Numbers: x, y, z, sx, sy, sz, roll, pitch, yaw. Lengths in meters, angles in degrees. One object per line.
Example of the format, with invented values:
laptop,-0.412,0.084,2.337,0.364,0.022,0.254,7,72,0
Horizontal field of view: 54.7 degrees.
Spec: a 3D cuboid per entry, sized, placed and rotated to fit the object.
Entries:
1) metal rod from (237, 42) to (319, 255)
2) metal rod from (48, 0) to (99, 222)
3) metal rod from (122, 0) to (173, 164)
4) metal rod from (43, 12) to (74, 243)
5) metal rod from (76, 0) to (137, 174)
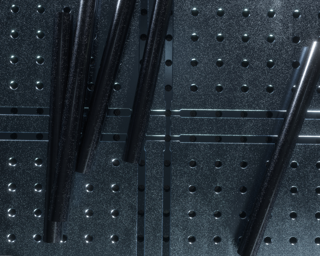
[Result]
metal rod,0.165,0.030,0.415,0.025,0.025,0.299,19,90,-1
metal rod,-0.110,-0.033,0.399,0.025,0.025,0.298,7,85,-1
metal rod,-0.009,-0.101,0.413,0.025,0.025,0.298,11,90,-1
metal rod,-0.135,-0.001,0.411,0.025,0.025,0.298,3,90,-1
metal rod,-0.066,-0.087,0.412,0.025,0.025,0.298,15,90,-1
